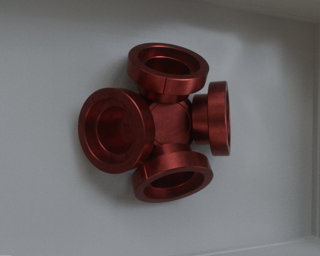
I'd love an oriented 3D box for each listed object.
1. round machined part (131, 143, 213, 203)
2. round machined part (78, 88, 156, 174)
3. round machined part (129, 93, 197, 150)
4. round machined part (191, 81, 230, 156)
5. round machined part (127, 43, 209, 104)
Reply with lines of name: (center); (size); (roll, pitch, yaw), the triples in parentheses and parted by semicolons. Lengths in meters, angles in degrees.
round machined part: (0.013, 0.054, 0.385); (0.099, 0.097, 0.042); (-1, 55, -20)
round machined part: (-0.046, 0.002, 0.364); (0.042, 0.098, 0.097); (-10, 95, -58)
round machined part: (0.005, -0.006, 0.402); (0.099, 0.042, 0.097); (0, 90, -21)
round machined part: (0.068, -0.012, 0.407); (0.042, 0.098, 0.097); (-2, 91, 16)
round machined part: (0.008, -0.066, 0.384); (0.099, 0.098, 0.042); (-4, 129, -20)
